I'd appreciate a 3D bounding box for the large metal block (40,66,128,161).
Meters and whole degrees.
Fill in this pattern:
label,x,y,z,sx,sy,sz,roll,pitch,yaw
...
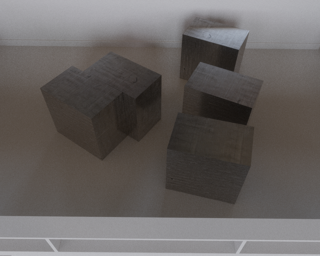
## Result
label,x,y,z,sx,sy,sz,roll,pitch,yaw
large metal block,-0.090,-0.018,0.383,0.080,0.080,0.050,29,56,22

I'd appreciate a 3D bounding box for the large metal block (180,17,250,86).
label,x,y,z,sx,sy,sz,roll,pitch,yaw
large metal block,0.078,-0.108,0.461,0.080,0.080,0.050,21,53,16

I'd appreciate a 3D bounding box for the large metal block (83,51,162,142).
label,x,y,z,sx,sy,sz,roll,pitch,yaw
large metal block,-0.046,-0.040,0.403,0.080,0.080,0.050,29,56,21

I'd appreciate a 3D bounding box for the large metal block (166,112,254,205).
label,x,y,z,sx,sy,sz,roll,pitch,yaw
large metal block,0.052,0.035,0.341,0.080,0.080,0.050,11,51,9

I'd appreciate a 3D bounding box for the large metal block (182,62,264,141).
label,x,y,z,sx,sy,sz,roll,pitch,yaw
large metal block,0.075,-0.027,0.393,0.080,0.080,0.050,21,53,16
